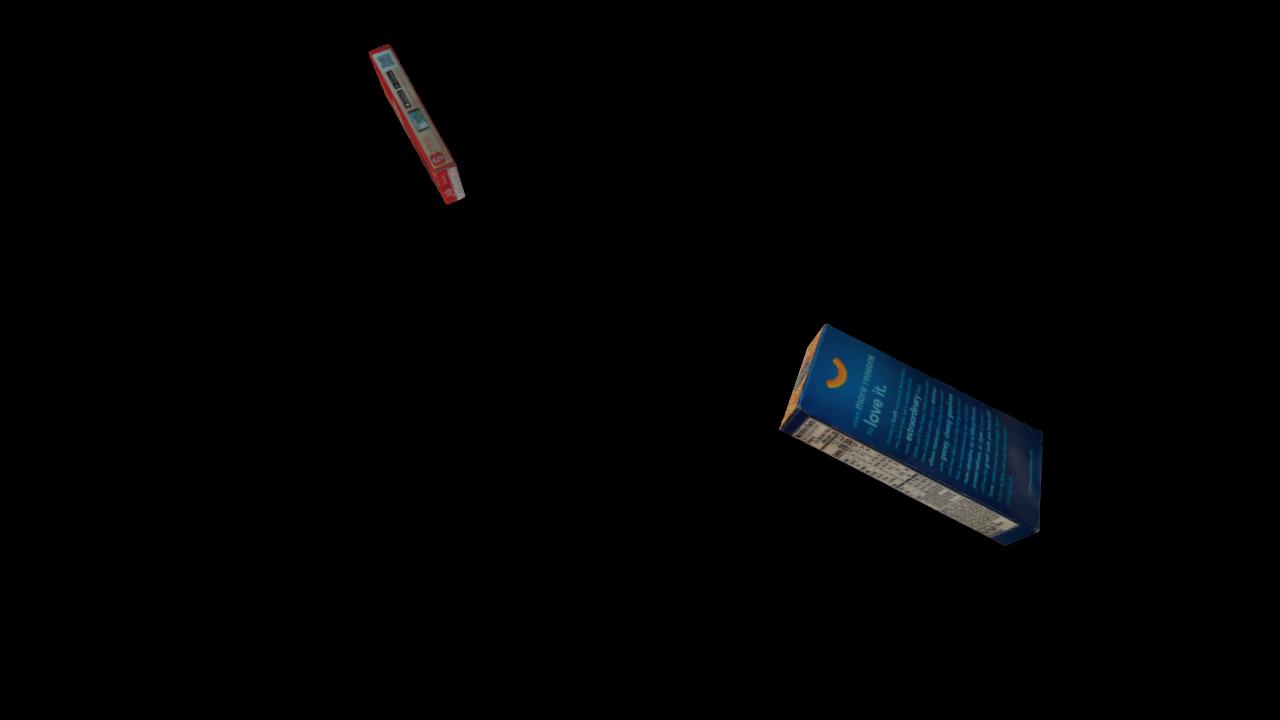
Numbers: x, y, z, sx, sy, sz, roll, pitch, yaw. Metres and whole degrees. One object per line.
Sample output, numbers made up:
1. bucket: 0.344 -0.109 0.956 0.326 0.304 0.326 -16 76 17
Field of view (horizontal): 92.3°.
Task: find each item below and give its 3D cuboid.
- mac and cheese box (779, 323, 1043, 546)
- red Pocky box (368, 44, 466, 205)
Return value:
1. mac and cheese box: 0.204 0.053 0.461 0.184 0.093 0.041 28 -36 4
2. red Pocky box: -0.244 -0.255 0.679 0.028 0.155 0.083 -29 -5 -11
